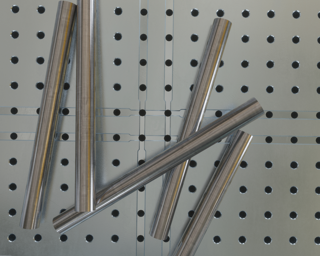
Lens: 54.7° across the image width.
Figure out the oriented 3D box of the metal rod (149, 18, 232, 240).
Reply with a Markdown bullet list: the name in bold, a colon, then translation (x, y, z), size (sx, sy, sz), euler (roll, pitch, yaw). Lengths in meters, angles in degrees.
- **metal rod**: translation (0.041, 0.001, 0.413), size (0.025, 0.025, 0.298), euler (17, 90, -1)

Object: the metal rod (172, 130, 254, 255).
- **metal rod**: translation (0.046, 0.140, 0.414), size (0.025, 0.025, 0.299), euler (27, 90, -1)

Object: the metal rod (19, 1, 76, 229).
- **metal rod**: translation (-0.147, -0.017, 0.411), size (0.025, 0.025, 0.298), euler (10, 90, -1)

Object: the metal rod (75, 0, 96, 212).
- **metal rod**: translation (-0.094, -0.048, 0.396), size (0.025, 0.025, 0.298), euler (-1, 84, -1)

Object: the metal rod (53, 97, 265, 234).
- **metal rod**: translation (-0.007, 0.051, 0.393), size (0.300, 0.025, 0.025), euler (-32, 91, 7)
